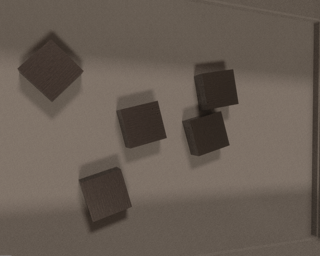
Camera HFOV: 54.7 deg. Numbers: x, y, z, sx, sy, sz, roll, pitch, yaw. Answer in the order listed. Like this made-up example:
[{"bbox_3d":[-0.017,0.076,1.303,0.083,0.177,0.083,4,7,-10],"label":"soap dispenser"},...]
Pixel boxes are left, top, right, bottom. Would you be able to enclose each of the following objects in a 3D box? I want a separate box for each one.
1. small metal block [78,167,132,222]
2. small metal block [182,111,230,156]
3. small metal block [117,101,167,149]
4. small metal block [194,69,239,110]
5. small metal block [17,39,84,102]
[{"bbox_3d":[-0.068,0.081,0.386,0.050,0.025,0.050,-18,96,-20],"label":"small metal block"},{"bbox_3d":[0.065,0.007,0.436,0.050,0.025,0.050,-17,96,-20],"label":"small metal block"},{"bbox_3d":[-0.024,-0.005,0.403,0.050,0.025,0.050,-16,96,-20],"label":"small metal block"},{"bbox_3d":[0.080,-0.054,0.442,0.050,0.025,0.050,-11,94,-20],"label":"small metal block"},{"bbox_3d":[-0.127,-0.066,0.364,0.050,0.025,0.050,45,76,-15],"label":"small metal block"}]
